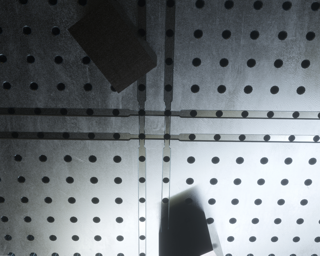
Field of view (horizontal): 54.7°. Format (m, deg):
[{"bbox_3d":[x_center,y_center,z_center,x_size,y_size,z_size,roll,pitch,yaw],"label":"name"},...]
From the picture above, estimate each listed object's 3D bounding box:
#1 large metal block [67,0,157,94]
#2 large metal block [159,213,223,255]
[{"bbox_3d":[-0.047,-0.094,0.349,0.050,0.080,0.080,-34,107,11],"label":"large metal block"},{"bbox_3d":[0.046,0.183,0.452,0.080,0.080,0.050,-27,108,9],"label":"large metal block"}]
